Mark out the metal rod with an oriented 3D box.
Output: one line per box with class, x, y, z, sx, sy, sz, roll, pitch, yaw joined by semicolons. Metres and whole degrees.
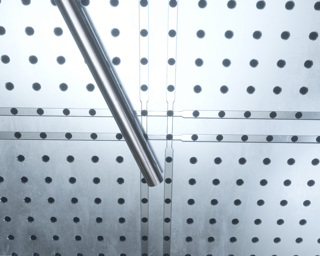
metal rod;-0.065;-0.053;0.393;0.025;0.025;0.299;-22;109;8
